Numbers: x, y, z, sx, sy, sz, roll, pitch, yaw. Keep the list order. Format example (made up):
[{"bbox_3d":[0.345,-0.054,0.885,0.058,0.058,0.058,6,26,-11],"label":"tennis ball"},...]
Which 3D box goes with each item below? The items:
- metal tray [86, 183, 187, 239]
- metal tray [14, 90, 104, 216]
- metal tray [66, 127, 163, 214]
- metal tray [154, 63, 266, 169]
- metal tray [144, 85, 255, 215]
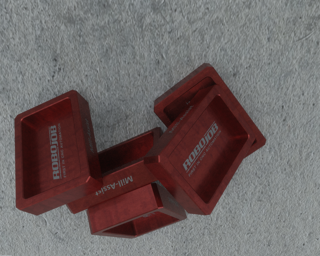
[{"bbox_3d":[-0.024,0.113,0.406,0.090,0.130,0.030,-23,64,8],"label":"metal tray"},{"bbox_3d":[-0.124,0.026,0.368,0.090,0.130,0.030,-23,147,7],"label":"metal tray"},{"bbox_3d":[-0.053,0.050,0.394,0.130,0.090,0.030,-23,109,8],"label":"metal tray"},{"bbox_3d":[0.065,-0.007,0.406,0.090,0.030,0.130,-37,107,12],"label":"metal tray"},{"bbox_3d":[0.052,0.023,0.361,0.090,0.030,0.130,50,58,-16],"label":"metal tray"}]
